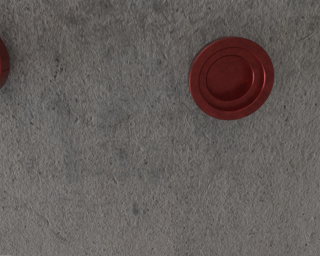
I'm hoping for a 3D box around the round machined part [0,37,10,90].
[{"bbox_3d":[-0.228,-0.083,0.368,0.099,0.042,0.097,0,110,0],"label":"round machined part"}]

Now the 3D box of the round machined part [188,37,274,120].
[{"bbox_3d":[0.083,-0.062,0.378,0.099,0.042,0.097,0,110,0],"label":"round machined part"}]
